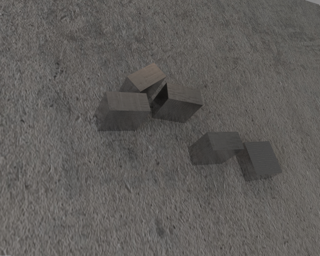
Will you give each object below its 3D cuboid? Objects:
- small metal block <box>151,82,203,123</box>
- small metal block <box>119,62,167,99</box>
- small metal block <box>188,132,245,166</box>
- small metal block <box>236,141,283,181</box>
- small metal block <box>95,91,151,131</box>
[{"bbox_3d":[0.022,-0.033,0.419,0.050,0.050,0.025,9,58,-24],"label":"small metal block"},{"bbox_3d":[-0.026,-0.053,0.406,0.025,0.050,0.050,49,51,6],"label":"small metal block"},{"bbox_3d":[0.073,0.028,0.410,0.050,0.050,0.025,0,62,-28],"label":"small metal block"},{"bbox_3d":[0.142,0.048,0.451,0.050,0.025,0.050,-1,62,-29],"label":"small metal block"},{"bbox_3d":[-0.046,-0.019,0.374,0.050,0.050,0.025,0,62,-29],"label":"small metal block"}]
